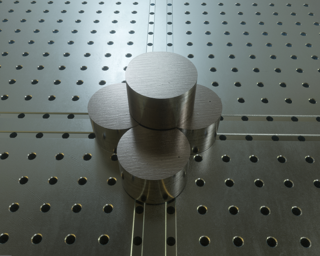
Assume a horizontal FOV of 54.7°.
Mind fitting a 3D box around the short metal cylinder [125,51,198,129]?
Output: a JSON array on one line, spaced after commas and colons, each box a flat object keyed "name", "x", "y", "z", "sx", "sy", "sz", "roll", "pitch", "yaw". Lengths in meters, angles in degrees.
[{"name": "short metal cylinder", "x": 0.002, "y": -0.045, "z": 0.363, "sx": 0.081, "sy": 0.050, "sz": 0.080, "roll": 0, "pitch": 50, "yaw": 0}]

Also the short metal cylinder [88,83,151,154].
[{"name": "short metal cylinder", "x": -0.049, "y": -0.013, "z": 0.402, "sx": 0.081, "sy": 0.050, "sz": 0.080, "roll": 0, "pitch": 50, "yaw": 0}]

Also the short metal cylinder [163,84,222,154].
[{"name": "short metal cylinder", "x": 0.037, "y": -0.013, "z": 0.401, "sx": 0.081, "sy": 0.050, "sz": 0.080, "roll": 0, "pitch": 50, "yaw": 0}]

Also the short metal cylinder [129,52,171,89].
[{"name": "short metal cylinder", "x": -0.006, "y": -0.065, "z": 0.446, "sx": 0.081, "sy": 0.050, "sz": 0.080, "roll": 1, "pitch": 50, "yaw": -1}]

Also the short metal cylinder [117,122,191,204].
[{"name": "short metal cylinder", "x": -0.007, "y": 0.039, "z": 0.357, "sx": 0.081, "sy": 0.050, "sz": 0.080, "roll": 0, "pitch": 48, "yaw": 0}]
